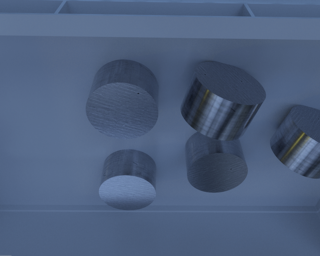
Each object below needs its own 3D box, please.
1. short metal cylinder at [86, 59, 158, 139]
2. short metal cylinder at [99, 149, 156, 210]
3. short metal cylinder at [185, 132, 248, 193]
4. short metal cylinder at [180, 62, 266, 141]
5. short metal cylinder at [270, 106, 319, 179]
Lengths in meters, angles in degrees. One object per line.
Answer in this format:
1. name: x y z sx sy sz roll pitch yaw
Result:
1. short metal cylinder: -0.042 -0.033 0.364 0.081 0.050 0.079 0 130 0
2. short metal cylinder: -0.046 0.077 0.458 0.081 0.050 0.079 0 130 0
3. short metal cylinder: 0.076 0.045 0.432 0.081 0.050 0.079 0 130 0
4. short metal cylinder: 0.069 -0.031 0.347 0.081 0.080 0.050 12 129 -10
5. short metal cylinder: 0.188 0.016 0.388 0.081 0.080 0.050 13 129 -11
